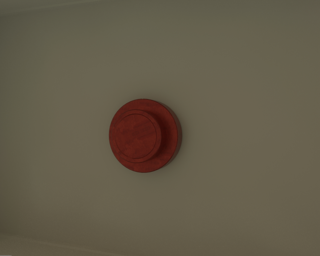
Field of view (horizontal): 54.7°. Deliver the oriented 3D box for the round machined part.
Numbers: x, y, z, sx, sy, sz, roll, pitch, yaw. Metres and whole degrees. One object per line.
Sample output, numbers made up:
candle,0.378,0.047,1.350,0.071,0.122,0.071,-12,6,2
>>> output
round machined part,-0.024,0.010,0.405,0.098,0.042,0.097,0,90,19
